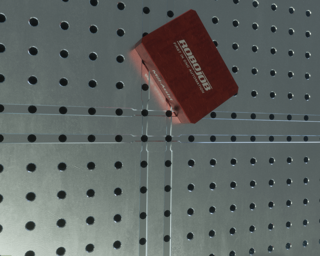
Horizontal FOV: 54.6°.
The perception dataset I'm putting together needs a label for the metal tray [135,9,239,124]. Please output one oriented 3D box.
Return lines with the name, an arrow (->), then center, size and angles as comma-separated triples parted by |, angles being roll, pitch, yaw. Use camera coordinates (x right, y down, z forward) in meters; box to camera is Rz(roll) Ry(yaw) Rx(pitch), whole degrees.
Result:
metal tray -> 0.039, -0.082, 0.424 | 0.090, 0.030, 0.130 | -36, 102, -17
